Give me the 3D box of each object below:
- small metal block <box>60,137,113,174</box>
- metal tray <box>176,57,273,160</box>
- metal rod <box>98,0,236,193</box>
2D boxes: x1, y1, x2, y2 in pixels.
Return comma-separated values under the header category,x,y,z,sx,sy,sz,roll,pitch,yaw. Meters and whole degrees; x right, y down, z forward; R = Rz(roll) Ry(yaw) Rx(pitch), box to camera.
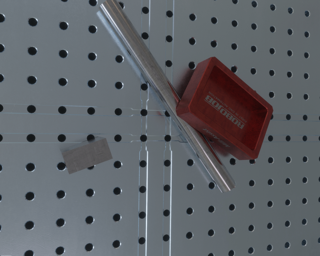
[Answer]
category,x,y,z,sx,sy,sz,roll,pitch,yaw
small metal block,-0.089,0.031,0.367,0.050,0.050,0.025,-19,97,-19
metal tray,0.094,-0.024,0.429,0.130,0.030,0.090,34,67,-22
metal rod,0.016,-0.036,0.418,0.025,0.025,0.299,-38,102,-16
